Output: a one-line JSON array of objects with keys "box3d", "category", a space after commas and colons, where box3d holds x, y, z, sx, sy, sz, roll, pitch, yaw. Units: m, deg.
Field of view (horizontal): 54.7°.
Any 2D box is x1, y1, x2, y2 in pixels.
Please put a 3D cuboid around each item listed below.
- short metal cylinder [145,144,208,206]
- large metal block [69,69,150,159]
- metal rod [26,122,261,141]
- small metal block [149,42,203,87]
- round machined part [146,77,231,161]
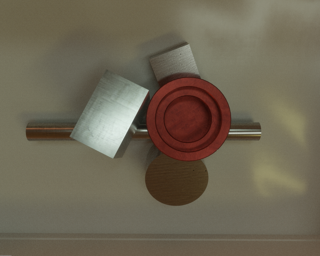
[{"box3d": [0.021, 0.056, 0.417, 0.081, 0.050, 0.079, 0, 110, -1], "category": "short metal cylinder"}, {"box3d": [-0.052, -0.012, 0.360, 0.050, 0.080, 0.080, 27, 85, 2], "category": "large metal block"}, {"box3d": [-0.020, 0.005, 0.410, 0.302, 0.025, 0.025, 0, 110, -1], "category": "metal rod"}, {"box3d": [0.019, -0.072, 0.384, 0.050, 0.025, 0.050, -20, 109, 6], "category": "small metal block"}, {"box3d": [0.033, -0.011, 0.377, 0.099, 0.042, 0.097, 0, 93, 0], "category": "round machined part"}]
